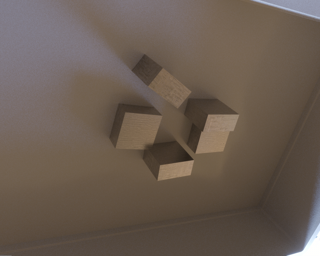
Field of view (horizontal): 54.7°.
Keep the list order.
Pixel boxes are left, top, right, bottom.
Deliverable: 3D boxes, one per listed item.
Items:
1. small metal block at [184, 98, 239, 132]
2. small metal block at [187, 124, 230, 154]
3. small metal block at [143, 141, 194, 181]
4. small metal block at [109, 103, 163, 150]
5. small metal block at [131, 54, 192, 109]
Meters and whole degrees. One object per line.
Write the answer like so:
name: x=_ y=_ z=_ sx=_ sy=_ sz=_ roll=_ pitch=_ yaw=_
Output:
small metal block: x=0.069 y=-0.018 z=0.419 sx=0.050 sy=0.050 sz=0.025 roll=-1 pitch=119 yaw=-28
small metal block: x=0.072 y=0.008 z=0.453 sx=0.050 sy=0.025 sz=0.050 roll=-2 pitch=120 yaw=-27
small metal block: x=0.010 y=0.044 z=0.425 sx=0.050 sy=0.050 sz=0.025 roll=-5 pitch=121 yaw=-26
small metal block: x=-0.031 y=-0.001 z=0.391 sx=0.050 sy=0.025 sz=0.050 roll=4 pitch=116 yaw=-30
small metal block: x=0.001 y=-0.054 z=0.359 sx=0.050 sy=0.050 sz=0.025 roll=33 pitch=100 yaw=-38
